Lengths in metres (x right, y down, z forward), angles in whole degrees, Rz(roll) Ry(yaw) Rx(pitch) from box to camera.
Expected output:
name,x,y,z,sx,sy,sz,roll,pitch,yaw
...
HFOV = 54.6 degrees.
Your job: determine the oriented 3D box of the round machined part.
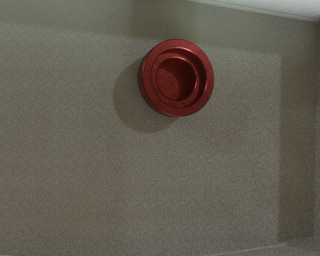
name,x,y,z,sx,sy,sz,roll,pitch,yaw
round machined part,0.018,-0.063,0.408,0.099,0.042,0.097,0,90,-20
